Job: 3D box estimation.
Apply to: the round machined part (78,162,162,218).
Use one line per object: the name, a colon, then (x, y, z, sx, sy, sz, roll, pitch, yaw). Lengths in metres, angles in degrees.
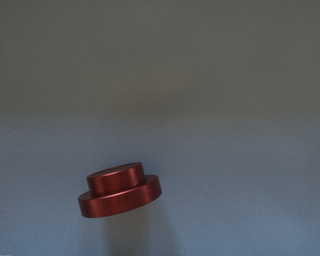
round machined part: (-0.050, 0.070, 0.374, 0.099, 0.098, 0.042, -14, 90, 0)
